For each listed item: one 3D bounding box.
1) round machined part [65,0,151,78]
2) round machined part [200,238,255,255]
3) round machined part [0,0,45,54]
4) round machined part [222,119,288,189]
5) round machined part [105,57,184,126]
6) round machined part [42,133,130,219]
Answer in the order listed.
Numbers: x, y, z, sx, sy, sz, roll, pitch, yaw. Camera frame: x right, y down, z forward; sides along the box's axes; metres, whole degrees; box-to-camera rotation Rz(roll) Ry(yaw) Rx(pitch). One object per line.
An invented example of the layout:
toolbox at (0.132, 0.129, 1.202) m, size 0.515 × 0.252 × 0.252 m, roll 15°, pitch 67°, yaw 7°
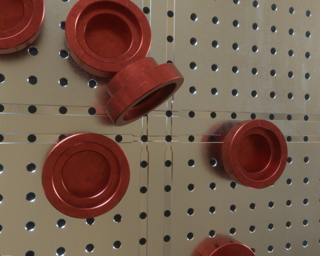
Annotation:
round machined part at (-0.063, -0.107, 0.374) m, size 0.099 × 0.042 × 0.098 m, roll 3°, pitch 80°, yaw -16°
round machined part at (0.101, 0.213, 0.441) m, size 0.099 × 0.042 × 0.097 m, roll 0°, pitch 90°, yaw -20°
round machined part at (-0.178, -0.129, 0.338) m, size 0.099 × 0.042 × 0.097 m, roll 0°, pitch 90°, yaw -20°
round machined part at (0.133, 0.036, 0.452) m, size 0.099 × 0.042 × 0.097 m, roll 0°, pitch 90°, yaw -20°
round machined part at (-0.023, -0.047, 0.368) m, size 0.098 × 0.098 × 0.042 m, roll -32°, pitch 82°, yaw -17°
round machined part at (-0.088, 0.054, 0.371) m, size 0.099 × 0.042 × 0.097 m, roll 0°, pitch 90°, yaw -20°
